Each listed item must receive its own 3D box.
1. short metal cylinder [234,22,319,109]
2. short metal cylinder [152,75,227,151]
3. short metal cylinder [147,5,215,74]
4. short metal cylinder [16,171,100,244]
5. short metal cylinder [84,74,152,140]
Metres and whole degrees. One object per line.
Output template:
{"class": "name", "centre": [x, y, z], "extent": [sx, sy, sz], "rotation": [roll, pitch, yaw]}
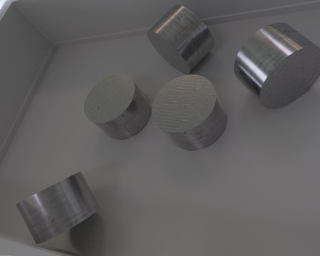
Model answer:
{"class": "short metal cylinder", "centre": [0.131, -0.068, 0.343], "extent": [0.080, 0.080, 0.050], "rotation": [-34, 51, 6]}
{"class": "short metal cylinder", "centre": [0.037, -0.019, 0.382], "extent": [0.080, 0.050, 0.080], "rotation": [-13, 56, 21]}
{"class": "short metal cylinder", "centre": [0.028, -0.122, 0.430], "extent": [0.050, 0.080, 0.080], "rotation": [-47, 51, -4]}
{"class": "short metal cylinder", "centre": [-0.120, 0.092, 0.368], "extent": [0.080, 0.080, 0.050], "rotation": [-28, 89, 11]}
{"class": "short metal cylinder", "centre": [-0.059, -0.030, 0.439], "extent": [0.080, 0.050, 0.080], "rotation": [-13, 56, 21]}
